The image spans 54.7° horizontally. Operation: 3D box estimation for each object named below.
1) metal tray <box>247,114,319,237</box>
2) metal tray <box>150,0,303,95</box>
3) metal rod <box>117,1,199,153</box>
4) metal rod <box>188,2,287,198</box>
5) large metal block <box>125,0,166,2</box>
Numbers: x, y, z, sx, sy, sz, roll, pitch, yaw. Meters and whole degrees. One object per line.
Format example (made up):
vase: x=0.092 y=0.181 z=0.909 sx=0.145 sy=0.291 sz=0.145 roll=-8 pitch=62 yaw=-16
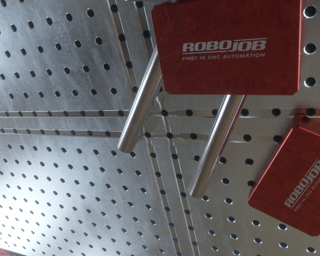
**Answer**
metal tray: x=0.168 y=0.058 z=0.355 sx=0.090 sy=0.030 sz=0.129 roll=25 pitch=127 yaw=12
metal tray: x=0.062 y=-0.078 z=0.293 sx=0.130 sy=0.030 sz=0.089 roll=3 pitch=120 yaw=26
metal rod: x=0.001 y=-0.078 z=0.361 sx=0.025 sy=0.025 sz=0.298 roll=32 pitch=128 yaw=7
metal rod: x=0.082 y=-0.027 z=0.350 sx=0.025 sy=0.025 sz=0.298 roll=24 pitch=127 yaw=13
large metal block: x=0.008 y=-0.160 z=0.266 sx=0.080 sy=0.050 sz=0.079 roll=5 pitch=108 yaw=45
